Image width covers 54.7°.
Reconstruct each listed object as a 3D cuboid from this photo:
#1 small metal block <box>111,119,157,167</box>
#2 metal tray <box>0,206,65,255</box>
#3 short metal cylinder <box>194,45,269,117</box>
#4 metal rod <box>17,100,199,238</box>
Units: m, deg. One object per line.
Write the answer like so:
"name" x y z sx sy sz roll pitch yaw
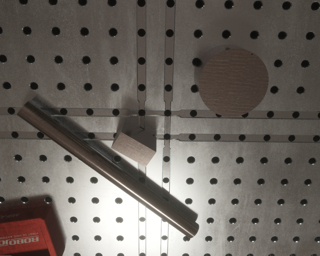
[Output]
"small metal block" -0.033 0.019 0.407 0.050 0.050 0.025 31 107 -11
"metal tray" -0.223 0.172 0.470 0.131 0.030 0.089 -9 110 2
"short metal cylinder" 0.085 -0.059 0.379 0.081 0.050 0.079 0 110 -1
"metal rod" -0.063 0.065 0.436 0.301 0.025 0.025 39 105 -14
